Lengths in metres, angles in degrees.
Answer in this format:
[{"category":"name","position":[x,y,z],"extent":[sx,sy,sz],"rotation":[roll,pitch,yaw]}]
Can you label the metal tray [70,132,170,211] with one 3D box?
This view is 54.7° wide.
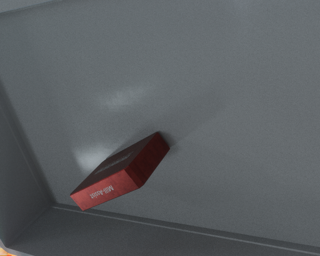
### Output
[{"category":"metal tray","position":[-0.056,0.061,0.432],"extent":[0.130,0.090,0.030],"rotation":[-29,103,37]}]
